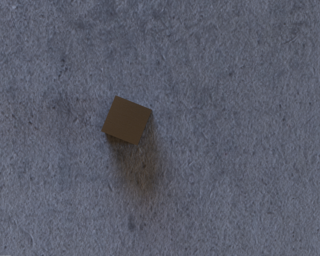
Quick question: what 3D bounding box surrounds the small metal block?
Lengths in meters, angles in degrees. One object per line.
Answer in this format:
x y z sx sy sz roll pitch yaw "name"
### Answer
-0.043 -0.010 0.409 0.050 0.025 0.050 22 90 -1 "small metal block"
